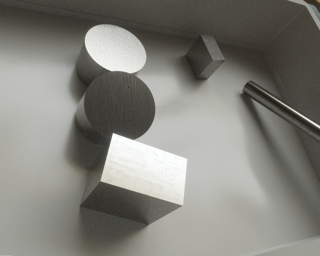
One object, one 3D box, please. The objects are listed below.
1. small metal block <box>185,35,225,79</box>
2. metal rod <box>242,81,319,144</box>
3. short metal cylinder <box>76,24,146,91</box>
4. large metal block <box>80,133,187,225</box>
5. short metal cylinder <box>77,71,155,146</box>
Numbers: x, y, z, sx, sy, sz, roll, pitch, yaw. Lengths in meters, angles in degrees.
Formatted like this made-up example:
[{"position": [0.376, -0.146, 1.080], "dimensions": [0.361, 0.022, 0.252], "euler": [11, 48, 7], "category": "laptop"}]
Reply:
[{"position": [0.071, -0.114, 0.500], "dimensions": [0.025, 0.050, 0.050], "euler": [-7, 66, -32], "category": "small metal block"}, {"position": [0.244, 0.014, 0.455], "dimensions": [0.025, 0.025, 0.300], "euler": [-19, 48, -36], "category": "metal rod"}, {"position": [-0.065, -0.089, 0.410], "dimensions": [0.081, 0.050, 0.080], "euler": [14, 56, -21], "category": "short metal cylinder"}, {"position": [-0.028, 0.057, 0.321], "dimensions": [0.080, 0.080, 0.050], "euler": [21, 54, -17], "category": "large metal block"}, {"position": [-0.052, -0.020, 0.361], "dimensions": [0.081, 0.050, 0.080], "euler": [5, 77, -23], "category": "short metal cylinder"}]
